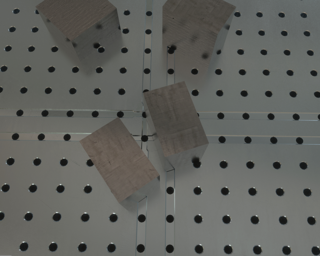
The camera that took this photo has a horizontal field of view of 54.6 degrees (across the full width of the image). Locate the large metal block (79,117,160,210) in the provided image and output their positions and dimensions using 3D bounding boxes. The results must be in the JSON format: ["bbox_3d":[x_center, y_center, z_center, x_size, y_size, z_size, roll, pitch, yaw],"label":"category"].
[{"bbox_3d":[-0.044,0.045,0.366,0.050,0.080,0.080,-33,74,-11],"label":"large metal block"}]

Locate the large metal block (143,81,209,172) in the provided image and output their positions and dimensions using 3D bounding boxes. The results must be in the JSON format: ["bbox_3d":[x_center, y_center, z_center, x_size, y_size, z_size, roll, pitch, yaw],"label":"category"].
[{"bbox_3d":[0.017,0.001,0.382,0.050,0.080,0.080,-17,71,-6],"label":"large metal block"}]

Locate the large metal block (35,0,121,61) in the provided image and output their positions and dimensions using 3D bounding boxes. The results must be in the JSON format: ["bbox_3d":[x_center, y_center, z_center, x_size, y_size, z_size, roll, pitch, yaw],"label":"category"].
[{"bbox_3d":[-0.117,-0.160,0.457,0.080,0.050,0.080,-42,75,-14],"label":"large metal block"}]

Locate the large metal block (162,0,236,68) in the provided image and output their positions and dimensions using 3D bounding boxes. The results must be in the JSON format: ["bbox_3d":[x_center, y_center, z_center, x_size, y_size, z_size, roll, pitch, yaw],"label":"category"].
[{"bbox_3d":[0.051,-0.142,0.435,0.080,0.080,0.050,30,73,10],"label":"large metal block"}]
